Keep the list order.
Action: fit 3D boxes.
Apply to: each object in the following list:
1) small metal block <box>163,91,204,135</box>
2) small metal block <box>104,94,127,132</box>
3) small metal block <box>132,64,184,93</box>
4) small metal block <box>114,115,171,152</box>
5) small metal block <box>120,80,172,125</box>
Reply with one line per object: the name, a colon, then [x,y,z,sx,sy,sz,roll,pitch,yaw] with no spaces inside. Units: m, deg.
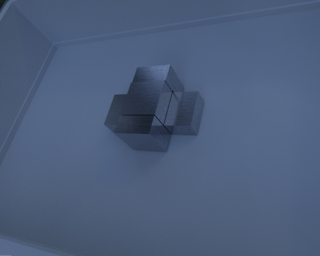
small metal block: [0.026,-0.019,0.402,0.050,0.025,0.050,1,62,28]
small metal block: [-0.045,-0.021,0.439,0.050,0.025,0.050,1,62,28]
small metal block: [-0.001,-0.059,0.424,0.050,0.050,0.025,1,62,28]
small metal block: [-0.021,0.007,0.393,0.050,0.050,0.025,1,62,28]
small metal block: [-0.017,-0.032,0.399,0.050,0.025,0.050,1,62,28]
